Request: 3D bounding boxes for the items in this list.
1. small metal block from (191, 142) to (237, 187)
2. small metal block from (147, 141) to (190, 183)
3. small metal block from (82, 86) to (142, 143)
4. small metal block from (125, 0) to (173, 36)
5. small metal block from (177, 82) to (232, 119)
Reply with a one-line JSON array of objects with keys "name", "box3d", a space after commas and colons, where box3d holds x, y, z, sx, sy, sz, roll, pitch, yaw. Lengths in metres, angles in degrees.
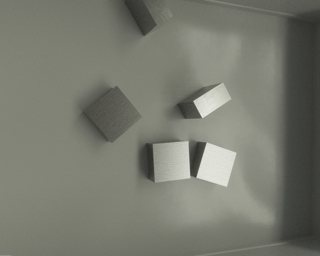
[{"name": "small metal block", "box3d": [0.075, 0.051, 0.440, 0.050, 0.025, 0.050, 19, 83, -19]}, {"name": "small metal block", "box3d": [0.011, 0.044, 0.416, 0.050, 0.025, 0.050, -4, 91, -20]}, {"name": "small metal block", "box3d": [-0.060, -0.017, 0.389, 0.050, 0.025, 0.050, -42, 104, -15]}, {"name": "small metal block", "box3d": [-0.015, -0.151, 0.392, 0.025, 0.050, 0.050, -35, 102, -17]}, {"name": "small metal block", "box3d": [0.059, -0.036, 0.420, 0.050, 0.050, 0.025, -33, 101, -17]}]
